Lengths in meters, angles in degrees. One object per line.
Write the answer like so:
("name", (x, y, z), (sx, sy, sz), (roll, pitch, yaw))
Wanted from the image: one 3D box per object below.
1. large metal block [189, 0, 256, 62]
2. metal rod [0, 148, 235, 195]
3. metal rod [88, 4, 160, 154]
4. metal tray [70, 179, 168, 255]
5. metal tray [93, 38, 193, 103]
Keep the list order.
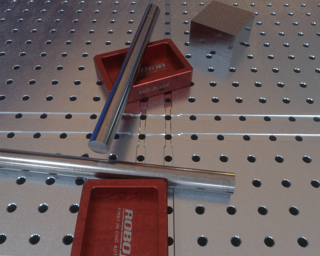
("large metal block", (0.106, -0.169, 0.535), (0.080, 0.050, 0.080), (27, 55, 20))
("metal rod", (-0.066, 0.049, 0.365), (0.302, 0.025, 0.025), (6, 50, 4))
("metal rod", (-0.040, -0.091, 0.443), (0.025, 0.025, 0.300), (9, 50, 7))
("metal tray", (-0.037, 0.115, 0.307), (0.091, 0.030, 0.130), (0, 50, 0))
("metal tray", (-0.026, -0.089, 0.478), (0.131, 0.030, 0.090), (-18, 52, -15))
